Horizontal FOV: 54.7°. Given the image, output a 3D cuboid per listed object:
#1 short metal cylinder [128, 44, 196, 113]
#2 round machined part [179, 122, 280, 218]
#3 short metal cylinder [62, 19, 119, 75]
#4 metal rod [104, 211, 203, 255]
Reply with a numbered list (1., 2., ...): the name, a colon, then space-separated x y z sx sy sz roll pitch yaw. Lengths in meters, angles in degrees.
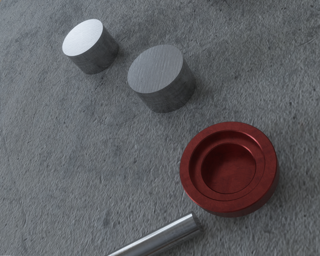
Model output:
1. short metal cylinder: 0.003 -0.067 0.426 0.080 0.050 0.080 -13 56 20
2. round machined part: 0.074 0.045 0.326 0.098 0.042 0.098 -13 56 20
3. short metal cylinder: -0.119 -0.139 0.533 0.080 0.050 0.080 -13 56 20
4. metal rod: -0.090 0.171 0.344 0.301 0.025 0.025 -30 52 8
